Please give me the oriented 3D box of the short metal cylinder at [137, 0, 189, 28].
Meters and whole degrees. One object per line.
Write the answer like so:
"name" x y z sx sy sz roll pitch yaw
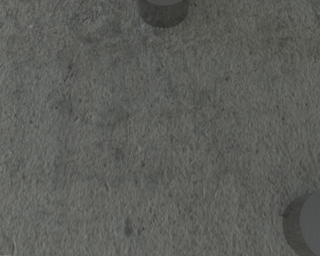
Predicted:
"short metal cylinder" 0.005 -0.200 0.468 0.081 0.050 0.080 0 70 0

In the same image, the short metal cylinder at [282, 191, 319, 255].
"short metal cylinder" 0.190 0.114 0.356 0.081 0.050 0.080 0 70 0
